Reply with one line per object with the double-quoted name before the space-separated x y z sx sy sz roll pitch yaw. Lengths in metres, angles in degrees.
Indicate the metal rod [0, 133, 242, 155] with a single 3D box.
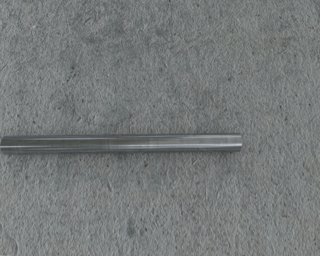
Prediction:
"metal rod" -0.048 0.020 0.400 0.302 0.025 0.025 -1 70 -1
